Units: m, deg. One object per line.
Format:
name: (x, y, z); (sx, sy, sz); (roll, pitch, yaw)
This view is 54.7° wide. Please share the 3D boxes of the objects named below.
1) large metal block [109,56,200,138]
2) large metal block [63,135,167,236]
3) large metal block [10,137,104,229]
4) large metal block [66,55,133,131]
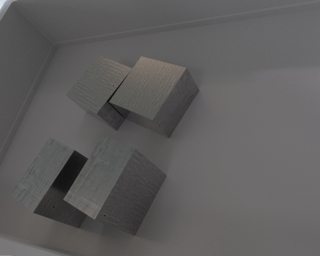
large metal block: (-0.007, -0.043, 0.420); (0.080, 0.050, 0.080); (23, 74, 36)
large metal block: (-0.047, 0.067, 0.354); (0.050, 0.080, 0.080); (18, 71, 35)
large metal block: (-0.120, 0.070, 0.391); (0.050, 0.080, 0.080); (20, 72, 35)
large metal block: (-0.079, -0.054, 0.465); (0.080, 0.050, 0.080); (28, 77, 37)
